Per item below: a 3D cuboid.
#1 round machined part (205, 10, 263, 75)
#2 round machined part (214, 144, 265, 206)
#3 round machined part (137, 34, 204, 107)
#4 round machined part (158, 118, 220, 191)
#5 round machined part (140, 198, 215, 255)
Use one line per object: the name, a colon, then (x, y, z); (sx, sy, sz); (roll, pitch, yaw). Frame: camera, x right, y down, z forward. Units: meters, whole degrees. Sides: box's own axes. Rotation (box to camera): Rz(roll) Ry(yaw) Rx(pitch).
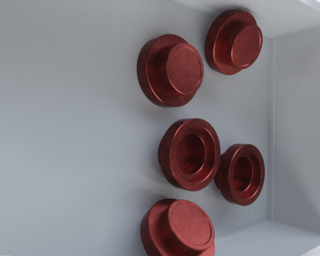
round machined part: (0.119, -0.128, 0.476); (0.099, 0.042, 0.097); (-19, 125, -31)
round machined part: (0.125, 0.074, 0.504); (0.099, 0.042, 0.097); (0, 90, -40)
round machined part: (0.021, -0.077, 0.415); (0.099, 0.042, 0.097); (0, 90, -40)
round machined part: (0.036, 0.035, 0.428); (0.099, 0.042, 0.097); (0, 90, -40)
round machined part: (0.029, 0.129, 0.387); (0.099, 0.042, 0.098); (24, 35, -18)
